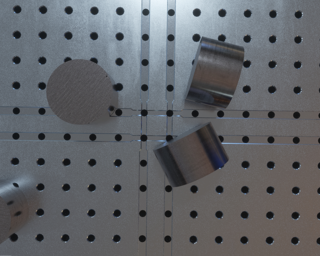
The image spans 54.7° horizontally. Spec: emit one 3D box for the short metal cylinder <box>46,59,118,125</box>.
[{"bbox_3d":[-0.097,-0.044,0.400,0.081,0.050,0.079,0,90,0],"label":"short metal cylinder"}]

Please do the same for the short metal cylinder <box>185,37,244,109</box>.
[{"bbox_3d":[0.066,-0.068,0.386,0.050,0.080,0.080,15,90,0],"label":"short metal cylinder"}]

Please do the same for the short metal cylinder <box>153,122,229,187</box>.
[{"bbox_3d":[0.038,0.032,0.386,0.080,0.080,0.050,-26,90,0],"label":"short metal cylinder"}]

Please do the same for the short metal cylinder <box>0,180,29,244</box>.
[{"bbox_3d":[-0.221,0.111,0.399,0.081,0.050,0.079,0,90,0],"label":"short metal cylinder"}]
